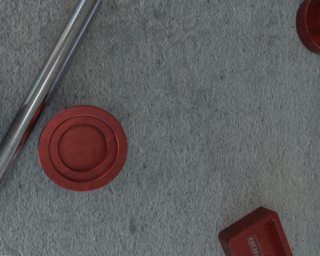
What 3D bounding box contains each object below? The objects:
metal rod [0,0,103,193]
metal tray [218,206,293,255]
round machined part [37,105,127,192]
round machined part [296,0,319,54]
[{"bbox_3d":[-0.144,-0.027,0.355,0.025,0.025,0.299,28,81,-18],"label":"metal rod"},{"bbox_3d":[0.152,0.197,0.464,0.091,0.030,0.129,-25,99,-19],"label":"metal tray"},{"bbox_3d":[-0.092,0.023,0.367,0.099,0.042,0.097,0,90,-21],"label":"round machined part"},{"bbox_3d":[0.275,-0.173,0.504,0.099,0.042,0.097,0,90,-21],"label":"round machined part"}]
